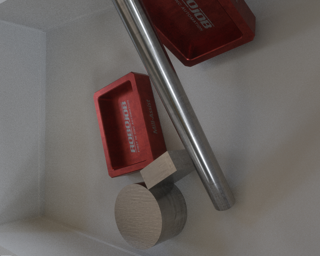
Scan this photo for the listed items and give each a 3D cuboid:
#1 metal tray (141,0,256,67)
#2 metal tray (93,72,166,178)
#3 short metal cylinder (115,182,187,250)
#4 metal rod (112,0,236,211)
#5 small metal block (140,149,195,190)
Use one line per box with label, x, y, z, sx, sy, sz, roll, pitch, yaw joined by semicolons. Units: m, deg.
metal tray;0.027;-0.125;0.316;0.090;0.130;0.030;-17;49;39
metal tray;-0.044;-0.002;0.437;0.090;0.030;0.129;-21;77;37
short metal cylinder;-0.012;0.108;0.399;0.080;0.050;0.079;0;90;39
metal rod;0.008;-0.042;0.304;0.025;0.025;0.299;-13;112;39
small metal block;0.013;0.050;0.378;0.050;0.050;0.025;-39;66;32
